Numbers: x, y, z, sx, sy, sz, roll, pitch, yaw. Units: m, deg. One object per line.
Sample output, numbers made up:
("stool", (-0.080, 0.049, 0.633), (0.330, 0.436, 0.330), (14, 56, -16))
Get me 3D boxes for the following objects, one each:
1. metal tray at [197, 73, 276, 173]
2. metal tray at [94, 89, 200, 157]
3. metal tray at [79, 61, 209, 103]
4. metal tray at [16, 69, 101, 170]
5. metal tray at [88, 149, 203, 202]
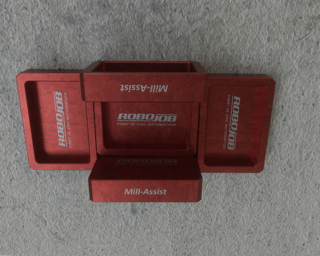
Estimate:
("metal tray", (0.095, -0.005, 0.408), (0.091, 0.030, 0.129), (0, 110, -1))
("metal tray", (-0.017, -0.010, 0.404), (0.131, 0.030, 0.089), (1, 110, -1))
("metal tray", (-0.016, -0.056, 0.356), (0.131, 0.090, 0.030), (0, 110, -1))
("metal tray", (-0.127, -0.009, 0.403), (0.091, 0.030, 0.129), (0, 110, -1))
("metal tray", (-0.017, 0.057, 0.396), (0.131, 0.090, 0.030), (0, 110, -1))
